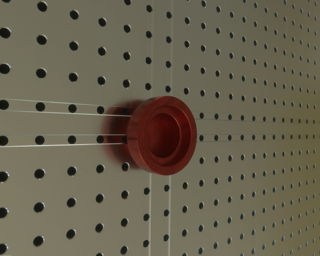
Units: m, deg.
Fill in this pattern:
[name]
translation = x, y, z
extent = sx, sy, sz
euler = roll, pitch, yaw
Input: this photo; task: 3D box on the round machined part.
[round machined part]
translation = -0.002, 0.009, 0.396
extent = 0.099, 0.042, 0.097
euler = 0, 90, -40
